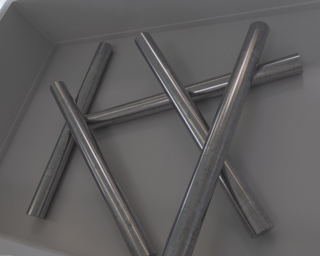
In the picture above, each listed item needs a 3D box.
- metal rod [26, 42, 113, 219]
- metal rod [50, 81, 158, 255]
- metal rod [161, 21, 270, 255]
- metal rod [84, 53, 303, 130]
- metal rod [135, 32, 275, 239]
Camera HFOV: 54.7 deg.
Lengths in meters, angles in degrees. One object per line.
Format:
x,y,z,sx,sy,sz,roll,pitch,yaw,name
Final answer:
-0.132,-0.011,0.482,0.025,0.025,0.300,2,62,29,metal rod
-0.088,0.038,0.409,0.025,0.025,0.300,-38,57,3,metal rod
0.067,-0.001,0.326,0.025,0.025,0.300,9,61,32,metal rod
0.028,-0.042,0.416,0.301,0.025,0.025,-14,56,20,metal rod
0.037,-0.014,0.370,0.025,0.025,0.299,-33,59,7,metal rod
